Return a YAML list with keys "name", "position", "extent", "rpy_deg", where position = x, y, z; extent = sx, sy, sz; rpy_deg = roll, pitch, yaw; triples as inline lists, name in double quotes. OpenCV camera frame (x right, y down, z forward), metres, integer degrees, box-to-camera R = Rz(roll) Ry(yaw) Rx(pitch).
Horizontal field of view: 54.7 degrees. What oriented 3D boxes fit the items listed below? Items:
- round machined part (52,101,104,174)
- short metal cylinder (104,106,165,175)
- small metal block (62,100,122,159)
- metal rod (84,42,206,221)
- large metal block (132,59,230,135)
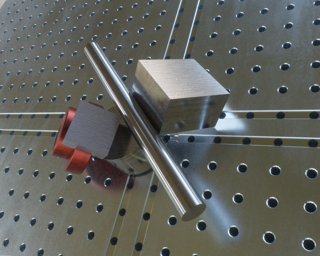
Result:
- name: "round machined part"
  position: [-0.113, 0.010, 0.413]
  extent: [0.097, 0.042, 0.098]
  rpy_deg: [-52, 27, 40]
- name: "short metal cylinder"
  position: [-0.040, 0.014, 0.399]
  extent: [0.080, 0.050, 0.080]
  rpy_deg: [-13, 56, 21]
- name: "small metal block"
  position: [-0.079, 0.003, 0.360]
  extent: [0.025, 0.050, 0.050]
  rpy_deg: [-34, 35, 61]
- name: "metal rod"
  position: [-0.035, -0.021, 0.370]
  extent: [0.025, 0.025, 0.300]
  rpy_deg: [-37, 51, 3]
- name: "large metal block"
  position: [0.021, -0.041, 0.373]
  extent: [0.081, 0.050, 0.080]
  rpy_deg: [-8, 44, -30]
